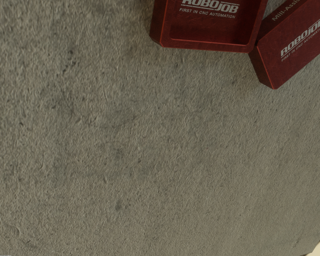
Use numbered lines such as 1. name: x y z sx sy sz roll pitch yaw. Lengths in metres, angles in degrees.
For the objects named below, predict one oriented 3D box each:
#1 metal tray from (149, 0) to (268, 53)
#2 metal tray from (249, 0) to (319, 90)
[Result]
1. metal tray: 0.059 -0.136 0.351 0.131 0.030 0.089 -4 120 -27
2. metal tray: 0.185 -0.127 0.426 0.130 0.030 0.090 -40 130 -1
